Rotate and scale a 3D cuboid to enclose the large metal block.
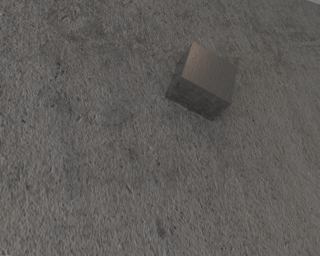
[{"bbox_3d":[0.064,-0.069,0.464,0.080,0.050,0.080,27,52,-11],"label":"large metal block"}]
